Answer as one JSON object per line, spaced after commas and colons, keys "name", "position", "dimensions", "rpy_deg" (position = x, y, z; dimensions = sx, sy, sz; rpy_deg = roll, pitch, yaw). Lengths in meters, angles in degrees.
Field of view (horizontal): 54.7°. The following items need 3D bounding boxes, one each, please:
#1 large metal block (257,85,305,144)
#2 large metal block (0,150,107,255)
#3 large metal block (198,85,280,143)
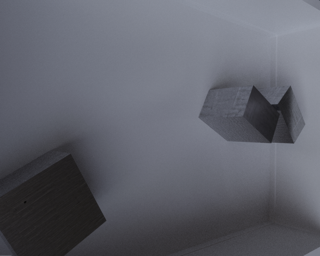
{"name": "large metal block", "position": [0.187, -0.022, 0.527], "dimensions": [0.050, 0.080, 0.080], "rpy_deg": [-47, 118, -30]}
{"name": "large metal block", "position": [-0.112, 0.078, 0.297], "dimensions": [0.081, 0.050, 0.080], "rpy_deg": [-35, 112, -34]}
{"name": "large metal block", "position": [0.120, -0.019, 0.471], "dimensions": [0.080, 0.080, 0.050], "rpy_deg": [35, 68, -35]}
